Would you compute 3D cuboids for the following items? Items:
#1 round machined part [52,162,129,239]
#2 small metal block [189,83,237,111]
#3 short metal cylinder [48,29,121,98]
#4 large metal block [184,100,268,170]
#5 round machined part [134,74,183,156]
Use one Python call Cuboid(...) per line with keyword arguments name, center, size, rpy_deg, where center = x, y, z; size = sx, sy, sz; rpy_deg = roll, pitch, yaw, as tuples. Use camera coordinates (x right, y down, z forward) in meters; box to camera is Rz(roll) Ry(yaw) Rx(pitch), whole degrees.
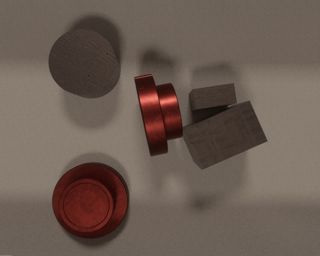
Cuboid(name="round machined part", center=(-0.091, 0.096, 0.402), size=(0.099, 0.042, 0.097), rpy_deg=(0, 90, -1))
Cuboid(name="small metal block", center=(0.067, -0.039, 0.400), size=(0.050, 0.050, 0.025), rpy_deg=(-9, 90, 0))
Cuboid(name="short metal cylinder", center=(-0.094, -0.080, 0.398), size=(0.081, 0.050, 0.079), rpy_deg=(0, 90, -1))
Cuboid(name="large metal block", center=(0.073, 0.008, 0.385), size=(0.080, 0.080, 0.050), rpy_deg=(-24, 90, 0))
Cuboid(name="round machined part", center=(0.000, -0.018, 0.375), size=(0.042, 0.098, 0.097), rpy_deg=(-12, 90, -3))
